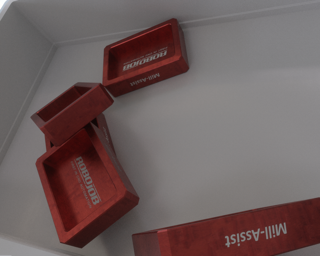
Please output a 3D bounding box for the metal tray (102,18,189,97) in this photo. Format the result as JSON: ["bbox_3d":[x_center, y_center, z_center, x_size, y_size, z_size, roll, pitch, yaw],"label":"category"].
[{"bbox_3d":[-0.025,-0.109,0.482,0.130,0.030,0.090,-17,55,18],"label":"metal tray"}]

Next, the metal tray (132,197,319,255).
[{"bbox_3d":[0.051,0.085,0.243,0.131,0.090,0.030,-5,72,-19],"label":"metal tray"}]

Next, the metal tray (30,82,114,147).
[{"bbox_3d":[-0.126,-0.025,0.427,0.090,0.030,0.130,-41,24,-16],"label":"metal tray"}]

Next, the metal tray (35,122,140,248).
[{"bbox_3d":[-0.092,0.062,0.373,0.090,0.030,0.130,-38,51,2],"label":"metal tray"}]

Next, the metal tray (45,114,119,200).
[{"bbox_3d":[-0.112,0.039,0.437,0.090,0.030,0.130,-30,52,8],"label":"metal tray"}]
